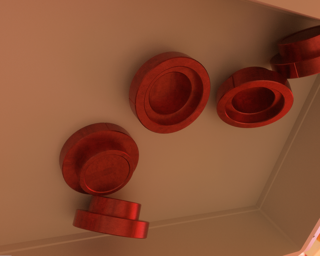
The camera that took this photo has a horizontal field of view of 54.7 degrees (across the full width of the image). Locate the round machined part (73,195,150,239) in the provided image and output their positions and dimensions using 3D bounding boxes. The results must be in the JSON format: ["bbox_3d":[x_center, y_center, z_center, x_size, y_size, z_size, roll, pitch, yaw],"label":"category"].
[{"bbox_3d":[-0.062,0.117,0.414,0.099,0.098,0.042,23,70,-37],"label":"round machined part"}]

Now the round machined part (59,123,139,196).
[{"bbox_3d":[-0.072,0.046,0.388,0.099,0.042,0.097,-14,124,-21],"label":"round machined part"}]

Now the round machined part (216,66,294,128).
[{"bbox_3d":[0.125,-0.045,0.421,0.099,0.042,0.097,1,144,1],"label":"round machined part"}]

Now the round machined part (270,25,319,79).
[{"bbox_3d":[0.195,-0.104,0.410,0.099,0.098,0.042,-27,108,-12],"label":"round machined part"}]

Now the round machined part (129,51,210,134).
[{"bbox_3d":[0.008,-0.045,0.376,0.099,0.042,0.097,-14,125,-21],"label":"round machined part"}]
